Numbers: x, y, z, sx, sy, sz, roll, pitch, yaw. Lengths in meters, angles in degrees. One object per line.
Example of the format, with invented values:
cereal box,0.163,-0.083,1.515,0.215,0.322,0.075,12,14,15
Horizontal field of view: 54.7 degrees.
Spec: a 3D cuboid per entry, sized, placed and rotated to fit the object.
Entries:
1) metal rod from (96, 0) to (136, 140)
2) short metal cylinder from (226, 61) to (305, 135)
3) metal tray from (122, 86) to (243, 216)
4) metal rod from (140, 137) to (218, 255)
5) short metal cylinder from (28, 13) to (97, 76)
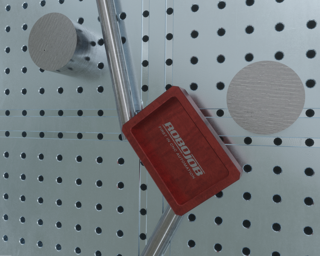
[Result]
metal rod,-0.068,-0.132,0.435,0.025,0.025,0.298,-13,86,19
short metal cylinder,0.121,-0.033,0.357,0.080,0.050,0.079,0,90,19
metal tray,0.025,0.026,0.373,0.090,0.030,0.130,-37,78,16
metal rod,0.000,0.147,0.411,0.025,0.025,0.298,29,99,17
short metal cylinder,-0.140,-0.118,0.447,0.080,0.050,0.079,0,90,19
